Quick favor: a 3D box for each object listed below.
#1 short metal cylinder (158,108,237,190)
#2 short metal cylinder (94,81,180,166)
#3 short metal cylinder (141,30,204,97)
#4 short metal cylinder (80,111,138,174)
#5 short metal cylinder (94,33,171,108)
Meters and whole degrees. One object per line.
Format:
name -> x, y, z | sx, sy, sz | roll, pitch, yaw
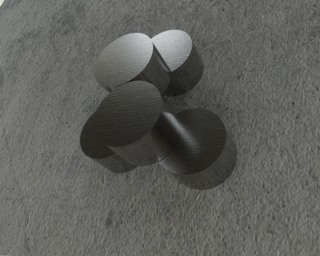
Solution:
short metal cylinder -> 0.042, 0.024, 0.352 | 0.080, 0.050, 0.080 | -13, 56, 21
short metal cylinder -> -0.024, -0.005, 0.340 | 0.080, 0.050, 0.080 | -13, 56, 20
short metal cylinder -> 0.016, -0.091, 0.437 | 0.080, 0.050, 0.080 | -13, 56, 21
short metal cylinder -> -0.057, 0.014, 0.411 | 0.080, 0.050, 0.080 | -13, 56, 21
short metal cylinder -> -0.034, -0.070, 0.385 | 0.080, 0.050, 0.080 | -13, 56, 21
